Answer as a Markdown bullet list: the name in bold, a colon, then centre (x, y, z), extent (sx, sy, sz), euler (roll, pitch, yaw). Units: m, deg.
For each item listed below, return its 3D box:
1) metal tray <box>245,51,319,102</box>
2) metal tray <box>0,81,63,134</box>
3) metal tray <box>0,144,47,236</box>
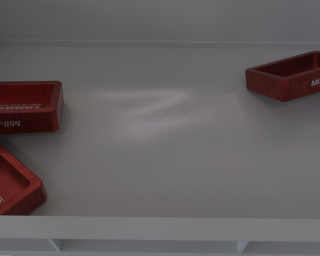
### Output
- **metal tray**: centre (0.202, -0.077, 0.440), extent (0.131, 0.030, 0.090), euler (-17, 23, -13)
- **metal tray**: centre (-0.196, -0.028, 0.397), extent (0.131, 0.030, 0.090), euler (-3, 32, -11)
- **metal tray**: centre (-0.203, 0.061, 0.341), extent (0.130, 0.030, 0.091), euler (32, 50, 24)
